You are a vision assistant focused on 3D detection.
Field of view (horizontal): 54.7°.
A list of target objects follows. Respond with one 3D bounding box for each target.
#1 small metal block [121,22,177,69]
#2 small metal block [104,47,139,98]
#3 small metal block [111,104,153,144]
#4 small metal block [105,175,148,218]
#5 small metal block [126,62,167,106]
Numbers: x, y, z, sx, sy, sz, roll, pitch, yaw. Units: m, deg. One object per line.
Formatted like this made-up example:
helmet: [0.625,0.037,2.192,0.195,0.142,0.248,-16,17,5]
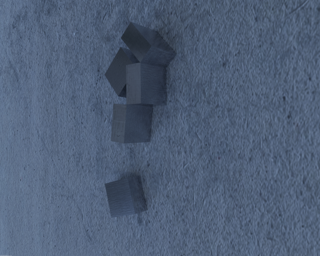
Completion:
small metal block: [-0.014,-0.106,0.400,0.025,0.050,0.050,-51,60,28]
small metal block: [-0.048,-0.078,0.441,0.050,0.025,0.050,-53,53,27]
small metal block: [-0.037,-0.006,0.420,0.025,0.050,0.050,8,95,40]
small metal block: [-0.049,0.099,0.446,0.050,0.025,0.050,-21,77,38]
small metal block: [-0.017,-0.055,0.403,0.025,0.050,0.050,-1,90,40]
